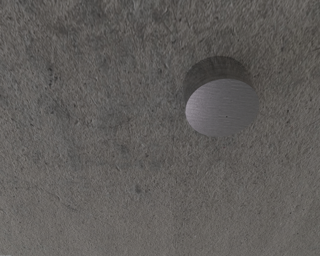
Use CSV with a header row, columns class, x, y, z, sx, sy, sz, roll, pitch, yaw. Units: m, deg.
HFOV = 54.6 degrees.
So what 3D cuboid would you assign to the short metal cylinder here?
class,x,y,z,sx,sy,sz,roll,pitch,yaw
short metal cylinder,0.068,-0.036,0.360,0.080,0.050,0.080,0,130,0
